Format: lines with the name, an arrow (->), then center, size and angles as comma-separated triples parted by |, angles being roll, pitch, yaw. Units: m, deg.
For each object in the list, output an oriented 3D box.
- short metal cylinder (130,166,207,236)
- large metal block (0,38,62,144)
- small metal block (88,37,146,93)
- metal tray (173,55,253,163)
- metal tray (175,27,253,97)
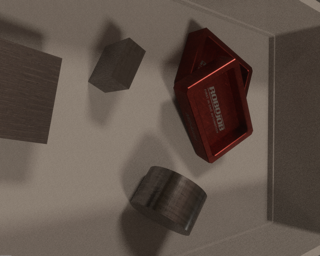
short metal cylinder -> 0.011, 0.090, 0.382 | 0.080, 0.080, 0.050 | 45, 63, -31
large metal block -> -0.141, -0.032, 0.273 | 0.081, 0.050, 0.080 | 13, 82, -40
small metal block -> -0.049, -0.069, 0.351 | 0.025, 0.050, 0.050 | 34, 69, -35
metal tray -> 0.080, -0.024, 0.440 | 0.090, 0.030, 0.129 | -33, 124, -17
metal tray -> 0.088, -0.081, 0.479 | 0.131, 0.030, 0.090 | 27, 73, -37
